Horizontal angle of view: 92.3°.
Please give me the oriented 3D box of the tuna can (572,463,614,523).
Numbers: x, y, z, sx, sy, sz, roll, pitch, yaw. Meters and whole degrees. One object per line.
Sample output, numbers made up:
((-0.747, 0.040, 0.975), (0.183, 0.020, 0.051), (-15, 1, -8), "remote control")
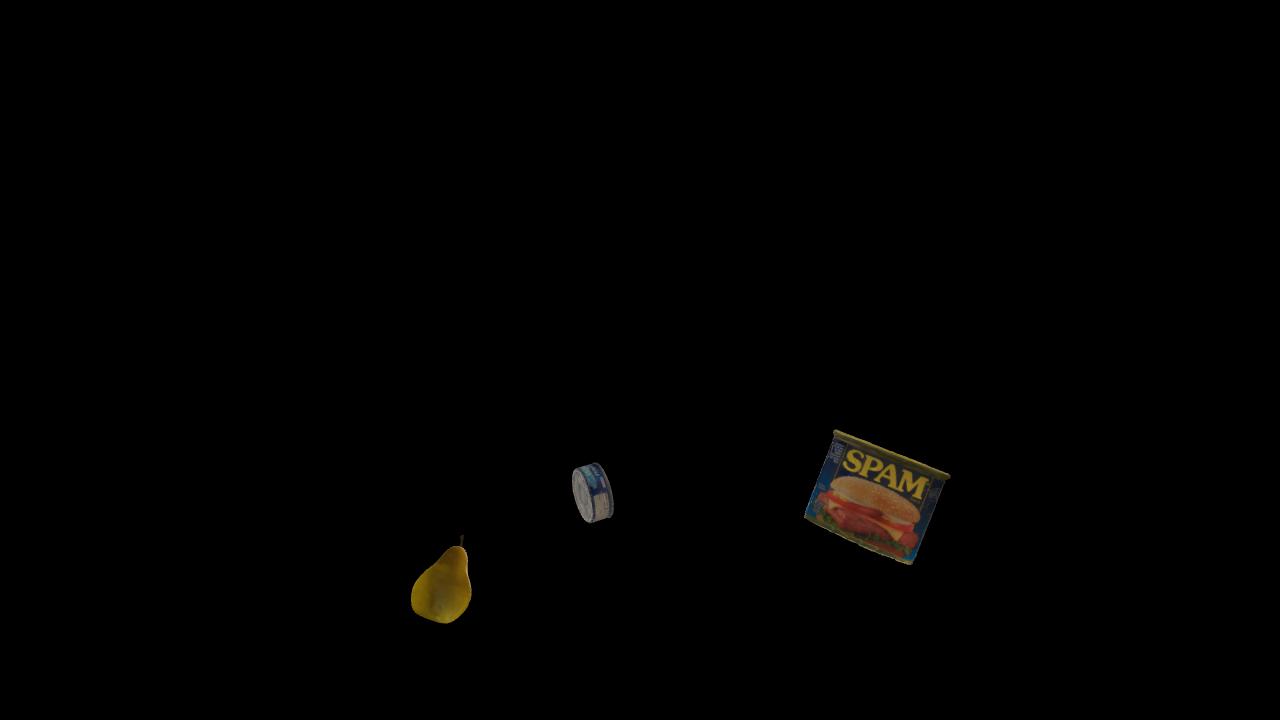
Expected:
((-0.071, 0.196, 0.907), (0.034, 0.084, 0.084), (-11, 5, -24), "tuna can")

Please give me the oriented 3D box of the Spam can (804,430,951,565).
((0.208, 0.120, 0.548), (0.101, 0.085, 0.058), (22, 2, 26), "Spam can")

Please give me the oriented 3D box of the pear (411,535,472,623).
((-0.246, 0.281, 0.799), (0.080, 0.111, 0.080), (15, -28, 8), "pear")
